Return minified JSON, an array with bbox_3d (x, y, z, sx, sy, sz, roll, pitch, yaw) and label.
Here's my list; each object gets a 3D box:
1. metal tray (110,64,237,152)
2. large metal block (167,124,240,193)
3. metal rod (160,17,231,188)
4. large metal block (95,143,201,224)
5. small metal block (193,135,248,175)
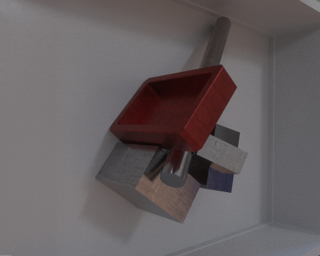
[{"bbox_3d":[0.010,-0.021,0.346,0.030,0.130,0.090,48,63,-29],"label":"metal tray"},{"bbox_3d":[0.054,0.039,0.418,0.050,0.080,0.080,18,79,-39],"label":"large metal block"},{"bbox_3d":[0.056,-0.057,0.395,0.025,0.025,0.300,49,44,-29],"label":"metal rod"},{"bbox_3d":[-0.014,0.062,0.361,0.080,0.080,0.050,44,63,-32],"label":"large metal block"},{"bbox_3d":[0.062,0.029,0.346,0.050,0.050,0.025,26,80,-5],"label":"small metal block"}]
